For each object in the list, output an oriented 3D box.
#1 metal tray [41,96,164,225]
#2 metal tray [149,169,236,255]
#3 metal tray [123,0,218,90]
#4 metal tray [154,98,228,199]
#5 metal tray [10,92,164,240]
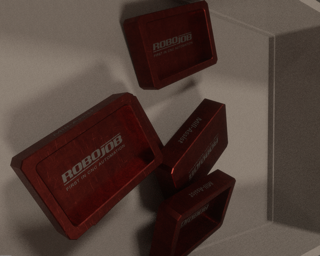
[{"bbox_3d":[-0.060,0.032,0.355,0.131,0.030,0.090,-43,116,-32],"label":"metal tray"},{"bbox_3d":[0.046,0.118,0.412,0.131,0.030,0.089,-18,127,-45],"label":"metal tray"},{"bbox_3d":[0.020,-0.113,0.416,0.131,0.030,0.089,-29,114,-36],"label":"metal tray"},{"bbox_3d":[0.047,0.033,0.423,0.130,0.030,0.090,-48,143,-29],"label":"metal tray"},{"bbox_3d":[-0.064,0.033,0.311,0.131,0.030,0.090,-39,114,-33],"label":"metal tray"}]
